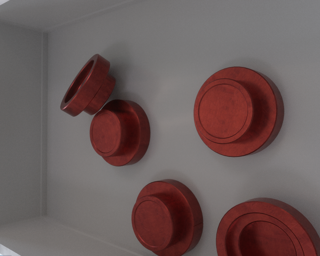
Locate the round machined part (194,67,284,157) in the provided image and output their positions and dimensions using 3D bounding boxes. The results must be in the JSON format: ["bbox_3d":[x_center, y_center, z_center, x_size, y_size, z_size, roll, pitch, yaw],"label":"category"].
[{"bbox_3d":[0.076,-0.017,0.333,0.098,0.042,0.097,0,90,40],"label":"round machined part"}]

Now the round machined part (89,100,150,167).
[{"bbox_3d":[-0.064,0.007,0.449,0.098,0.042,0.097,0,90,40],"label":"round machined part"}]

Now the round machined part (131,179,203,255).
[{"bbox_3d":[0.002,0.117,0.394,0.098,0.042,0.097,0,90,40],"label":"round machined part"}]

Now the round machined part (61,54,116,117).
[{"bbox_3d":[-0.103,-0.058,0.461,0.098,0.042,0.098,-40,30,30],"label":"round machined part"}]

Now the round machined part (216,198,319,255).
[{"bbox_3d":[0.109,0.118,0.306,0.098,0.042,0.097,0,90,40],"label":"round machined part"}]
